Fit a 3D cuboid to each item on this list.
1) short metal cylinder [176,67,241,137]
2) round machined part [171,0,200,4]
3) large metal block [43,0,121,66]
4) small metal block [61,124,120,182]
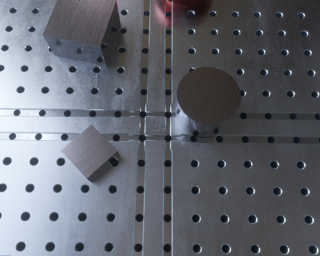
[{"bbox_3d":[0.061,-0.033,0.411,0.081,0.050,0.080,0,70,0],"label":"short metal cylinder"},{"bbox_3d":[0.041,-0.237,0.490,0.099,0.042,0.098,0,70,-1],"label":"round machined part"},{"bbox_3d":[-0.110,-0.145,0.450,0.080,0.050,0.080,12,70,4],"label":"large metal block"},{"bbox_3d":[-0.089,0.033,0.399,0.050,0.025,0.050,-43,76,-14],"label":"small metal block"}]
